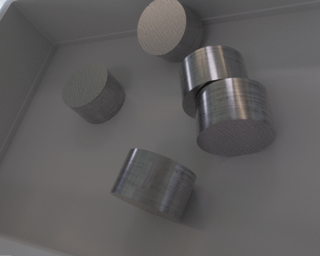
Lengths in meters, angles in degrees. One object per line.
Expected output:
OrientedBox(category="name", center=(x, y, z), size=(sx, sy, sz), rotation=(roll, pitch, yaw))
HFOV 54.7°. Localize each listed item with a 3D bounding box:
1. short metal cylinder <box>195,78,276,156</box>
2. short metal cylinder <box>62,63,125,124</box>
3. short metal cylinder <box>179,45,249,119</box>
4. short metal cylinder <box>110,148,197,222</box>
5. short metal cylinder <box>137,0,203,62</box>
OrientedBox(category="short metal cylinder", center=(0.079, -0.009, 0.335), size=(0.080, 0.080, 0.050), rotation=(-13, 57, 21))
OrientedBox(category="short metal cylinder", center=(-0.101, -0.053, 0.475), size=(0.080, 0.050, 0.080), rotation=(-13, 56, 21))
OrientedBox(category="short metal cylinder", center=(0.065, -0.051, 0.368), size=(0.080, 0.080, 0.050), rotation=(-16, 56, 19))
OrientedBox(category="short metal cylinder", center=(-0.007, 0.063, 0.336), size=(0.080, 0.080, 0.050), rotation=(11, 67, 33))
OrientedBox(category="short metal cylinder", center=(0.014, -0.140, 0.448), size=(0.080, 0.050, 0.080), rotation=(-1, 88, 33))
